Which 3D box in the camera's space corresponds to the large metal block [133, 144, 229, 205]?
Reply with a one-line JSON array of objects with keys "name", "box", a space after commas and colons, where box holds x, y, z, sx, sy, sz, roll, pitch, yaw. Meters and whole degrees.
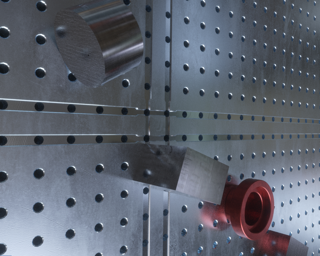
[{"name": "large metal block", "box": [0.027, 0.058, 0.396, 0.080, 0.080, 0.050, 26, 74, -37]}]

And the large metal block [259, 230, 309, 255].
[{"name": "large metal block", "box": [0.232, 0.249, 0.588, 0.080, 0.050, 0.080, 36, 68, -34]}]

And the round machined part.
[{"name": "round machined part", "box": [0.147, 0.133, 0.522, 0.099, 0.042, 0.097, 0, 90, -40]}]

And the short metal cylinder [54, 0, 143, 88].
[{"name": "short metal cylinder", "box": [-0.063, -0.088, 0.320, 0.050, 0.080, 0.080, -35, 112, -34]}]
